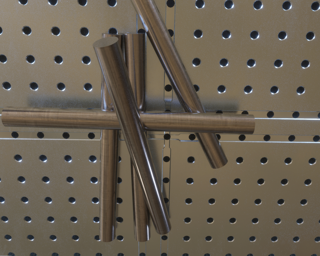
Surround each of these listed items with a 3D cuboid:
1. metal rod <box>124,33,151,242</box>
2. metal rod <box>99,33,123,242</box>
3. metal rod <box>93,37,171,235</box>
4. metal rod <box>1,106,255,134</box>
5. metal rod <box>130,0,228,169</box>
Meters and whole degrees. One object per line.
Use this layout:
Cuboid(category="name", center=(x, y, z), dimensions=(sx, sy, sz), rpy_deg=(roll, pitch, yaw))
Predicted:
Cuboid(category="metal rod", center=(-0.029, 0.026, 0.422), dimensions=(0.025, 0.025, 0.298), rpy_deg=(-1, 110, 0))
Cuboid(category="metal rod", center=(-0.069, 0.027, 0.422), dimensions=(0.025, 0.025, 0.298), rpy_deg=(4, 110, -2))
Cuboid(category="metal rod", center=(-0.023, 0.035, 0.382), dimensions=(0.025, 0.025, 0.298), rpy_deg=(-11, 127, 4))
Cuboid(category="metal rod", center=(-0.036, -0.009, 0.381), dimensions=(0.302, 0.025, 0.025), rpy_deg=(2, 110, -1))
Cuboid(category="metal rod", center=(0.017, -0.076, 0.385), dimensions=(0.025, 0.025, 0.299), rpy_deg=(-25, 109, 8))
